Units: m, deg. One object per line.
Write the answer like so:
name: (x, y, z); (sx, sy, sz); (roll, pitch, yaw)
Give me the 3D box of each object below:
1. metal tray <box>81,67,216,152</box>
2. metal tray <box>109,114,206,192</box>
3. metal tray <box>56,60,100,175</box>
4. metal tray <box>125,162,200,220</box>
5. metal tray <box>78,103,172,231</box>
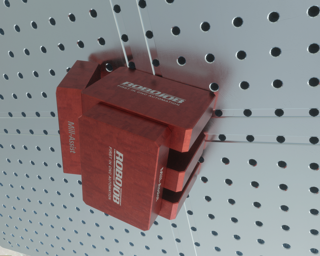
metal tray: (-0.012, -0.027, 0.358); (0.130, 0.090, 0.030); (19, 126, 17)
metal tray: (-0.018, 0.022, 0.391); (0.130, 0.090, 0.030); (18, 124, 16)
metal tray: (-0.104, -0.013, 0.413); (0.030, 0.090, 0.129); (7, 124, -1)
metal tray: (-0.022, 0.059, 0.418); (0.130, 0.090, 0.030); (19, 126, 16)
metal tray: (-0.041, 0.046, 0.341); (0.090, 0.030, 0.129); (19, 126, 17)
